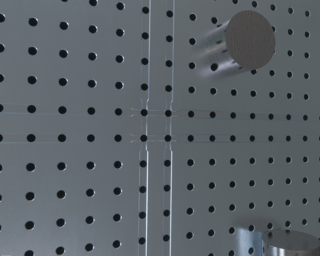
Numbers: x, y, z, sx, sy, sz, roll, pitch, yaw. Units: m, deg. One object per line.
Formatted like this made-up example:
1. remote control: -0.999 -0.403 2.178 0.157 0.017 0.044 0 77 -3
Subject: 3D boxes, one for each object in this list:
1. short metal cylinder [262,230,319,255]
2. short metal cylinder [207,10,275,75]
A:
1. short metal cylinder: 0.192 0.188 0.455 0.081 0.080 0.050 -2 91 -20
2. short metal cylinder: 0.115 -0.119 0.441 0.081 0.050 0.079 0 90 -20
